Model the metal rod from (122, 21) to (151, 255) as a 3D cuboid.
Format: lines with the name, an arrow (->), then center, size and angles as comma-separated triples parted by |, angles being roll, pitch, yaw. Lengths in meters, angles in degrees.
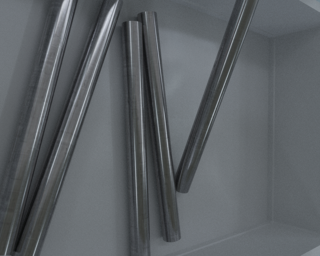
metal rod -> -0.029, 0.022, 0.383 | 0.025, 0.025, 0.298 | -4, 93, -40

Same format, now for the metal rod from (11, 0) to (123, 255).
metal rod -> -0.094, -0.009, 0.329 | 0.025, 0.025, 0.299 | 25, 74, -38

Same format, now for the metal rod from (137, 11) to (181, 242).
metal rod -> 0.000, 0.003, 0.408 | 0.025, 0.025, 0.298 | -11, 97, -40

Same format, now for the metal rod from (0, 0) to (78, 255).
metal rod -> -0.119, -0.032, 0.307 | 0.025, 0.025, 0.299 | 19, 78, -39

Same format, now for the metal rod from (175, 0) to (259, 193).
metal rod -> 0.071, -0.050, 0.390 | 0.025, 0.025, 0.298 | 1, 114, -40
